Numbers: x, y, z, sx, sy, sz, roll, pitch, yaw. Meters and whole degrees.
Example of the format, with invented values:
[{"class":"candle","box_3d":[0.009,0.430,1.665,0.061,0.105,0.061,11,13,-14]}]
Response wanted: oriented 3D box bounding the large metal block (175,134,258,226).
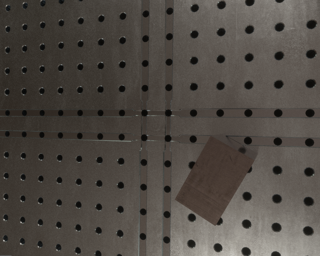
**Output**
[{"class":"large metal block","box_3d":[0.069,0.055,0.359,0.050,0.080,0.080,31,100,17]}]
